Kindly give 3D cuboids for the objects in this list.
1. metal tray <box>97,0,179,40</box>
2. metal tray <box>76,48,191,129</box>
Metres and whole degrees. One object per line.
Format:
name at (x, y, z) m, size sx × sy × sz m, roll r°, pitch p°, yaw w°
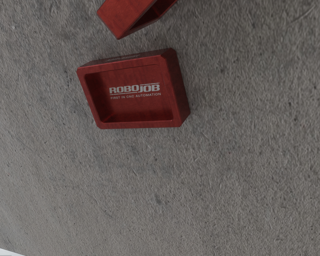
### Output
metal tray at (0.011, -0.138, 0.272) m, size 0.130 × 0.090 × 0.030 m, roll -34°, pitch 99°, yaw 38°
metal tray at (-0.034, -0.045, 0.393) m, size 0.130 × 0.030 × 0.089 m, roll -2°, pitch 118°, yaw 29°
